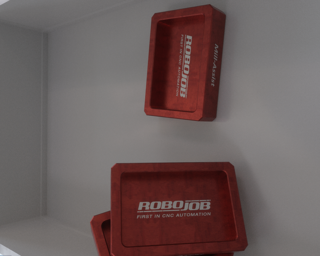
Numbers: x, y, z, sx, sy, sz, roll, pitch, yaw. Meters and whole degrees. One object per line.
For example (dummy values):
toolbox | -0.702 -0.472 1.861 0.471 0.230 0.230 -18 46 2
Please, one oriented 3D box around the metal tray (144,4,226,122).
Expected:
metal tray | 0.028 -0.076 0.380 0.090 0.030 0.129 8 95 39

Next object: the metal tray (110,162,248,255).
metal tray | 0.016 0.082 0.317 0.030 0.131 0.090 111 157 -62

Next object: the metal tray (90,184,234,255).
metal tray | 0.001 0.121 0.333 0.030 0.131 0.090 105 146 -54
